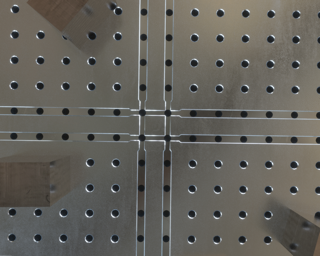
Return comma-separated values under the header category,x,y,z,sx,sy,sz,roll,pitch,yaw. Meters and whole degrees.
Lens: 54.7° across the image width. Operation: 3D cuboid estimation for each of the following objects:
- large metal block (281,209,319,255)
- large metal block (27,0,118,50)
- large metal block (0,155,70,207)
category,x,y,z,sx,sy,sz,roll,pitch,yaw
large metal block,0.213,0.147,0.389,0.080,0.080,0.050,15,90,-1
large metal block,-0.103,-0.154,0.384,0.050,0.080,0.080,41,90,-1
large metal block,-0.163,0.063,0.384,0.081,0.080,0.050,0,90,-1
